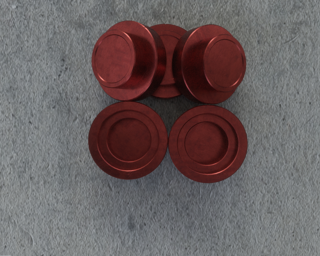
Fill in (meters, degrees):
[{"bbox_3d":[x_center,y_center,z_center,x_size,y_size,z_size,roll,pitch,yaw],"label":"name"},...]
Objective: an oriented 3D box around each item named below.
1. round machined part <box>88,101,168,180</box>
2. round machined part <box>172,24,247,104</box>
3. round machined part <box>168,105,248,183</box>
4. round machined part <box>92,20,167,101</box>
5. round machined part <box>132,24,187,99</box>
[{"bbox_3d":[-0.039,0.015,0.402,0.099,0.042,0.097,0,90,-1],"label":"round machined part"},{"bbox_3d":[0.067,-0.078,0.382,0.099,0.042,0.097,-4,97,-31],"label":"round machined part"},{"bbox_3d":[0.059,0.020,0.403,0.099,0.042,0.097,0,90,-1],"label":"round machined part"},{"bbox_3d":[-0.044,-0.082,0.378,0.098,0.042,0.097,2,95,33],"label":"round machined part"},{"bbox_3d":[0.007,-0.087,0.402,0.099,0.042,0.097,0,90,-1],"label":"round machined part"}]
